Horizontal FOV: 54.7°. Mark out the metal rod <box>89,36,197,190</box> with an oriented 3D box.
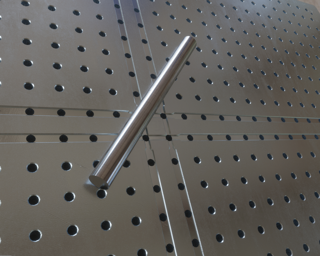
[{"bbox_3d":[-0.008,-0.043,0.431,0.025,0.025,0.301,35,51,-6],"label":"metal rod"}]
